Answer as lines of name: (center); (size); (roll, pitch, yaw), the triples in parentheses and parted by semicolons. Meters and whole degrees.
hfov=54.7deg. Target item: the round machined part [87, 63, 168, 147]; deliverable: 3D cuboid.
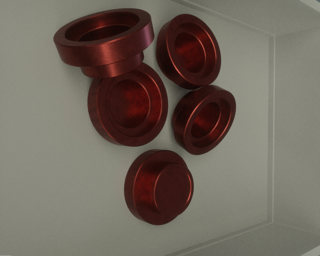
round machined part: (-0.041, -0.028, 0.363); (0.099, 0.042, 0.097); (0, 90, -40)

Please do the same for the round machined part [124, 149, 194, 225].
round machined part: (0.006, 0.077, 0.403); (0.099, 0.042, 0.097); (0, 90, -40)

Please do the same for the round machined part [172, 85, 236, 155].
round machined part: (0.056, -0.014, 0.429); (0.099, 0.042, 0.097); (-24, 132, -30)

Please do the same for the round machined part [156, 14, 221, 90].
round machined part: (0.034, -0.099, 0.420); (0.099, 0.042, 0.098); (9, 76, -37)

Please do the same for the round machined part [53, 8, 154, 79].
round machined part: (-0.054, -0.086, 0.320); (0.099, 0.098, 0.042); (-41, 136, -33)
